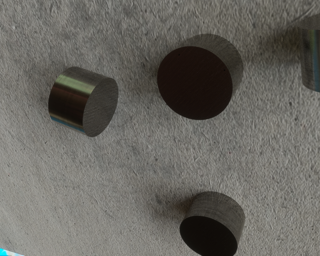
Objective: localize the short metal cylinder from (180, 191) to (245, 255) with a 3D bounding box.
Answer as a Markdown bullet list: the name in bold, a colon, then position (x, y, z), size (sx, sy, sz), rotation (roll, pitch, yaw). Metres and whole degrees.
- **short metal cylinder**: position (0.074, 0.137, 0.436), size (0.080, 0.050, 0.079), rotation (13, 124, 21)

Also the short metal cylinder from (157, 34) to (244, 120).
- **short metal cylinder**: position (0.044, -0.055, 0.333), size (0.080, 0.050, 0.079), rotation (13, 124, 21)

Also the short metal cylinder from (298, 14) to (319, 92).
- **short metal cylinder**: position (0.156, -0.066, 0.248), size (0.080, 0.080, 0.050), rotation (-2, 117, 29)

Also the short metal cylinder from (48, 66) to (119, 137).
- **short metal cylinder**: position (-0.097, -0.034, 0.401), size (0.050, 0.080, 0.079), rotation (21, 126, 16)
